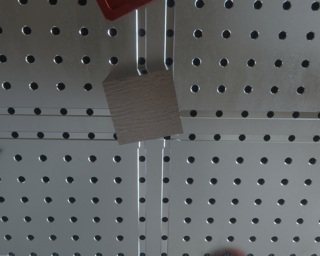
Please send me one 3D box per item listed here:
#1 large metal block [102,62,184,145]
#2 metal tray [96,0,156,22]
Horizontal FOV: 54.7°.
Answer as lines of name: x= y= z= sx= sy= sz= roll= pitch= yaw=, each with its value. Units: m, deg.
large metal block: x=-0.019 y=-0.031 z=0.388 sx=0.080 sy=0.050 sz=0.079 roll=-11 pitch=110 yaw=3
metal tray: x=-0.046 y=-0.196 z=0.337 sx=0.090 sy=0.030 sz=0.129 roll=-24 pitch=109 yaw=8
